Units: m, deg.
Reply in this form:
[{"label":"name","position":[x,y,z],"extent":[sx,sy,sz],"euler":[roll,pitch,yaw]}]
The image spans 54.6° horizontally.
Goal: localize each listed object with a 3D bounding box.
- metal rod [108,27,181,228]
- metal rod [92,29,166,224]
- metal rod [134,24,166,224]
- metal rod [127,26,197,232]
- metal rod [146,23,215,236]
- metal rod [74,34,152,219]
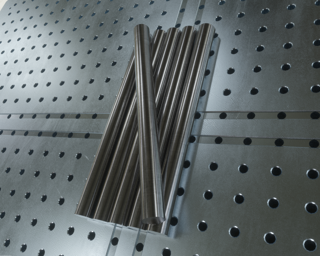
[{"label":"metal rod","position":[-0.013,-0.017,0.425],"extent":[0.025,0.025,0.300],"euler":[1,62,29]},{"label":"metal rod","position":[-0.034,-0.018,0.437],"extent":[0.025,0.025,0.300],"euler":[1,62,29]},{"label":"metal rod","position":[-0.018,-0.029,0.404],"extent":[0.025,0.025,0.300],"euler":[-18,55,18]},{"label":"metal rod","position":[0.010,-0.016,0.415],"extent":[0.025,0.025,0.300],"euler":[1,62,29]},{"label":"metal rod","position":[0.033,-0.016,0.402],"extent":[0.025,0.025,0.300],"euler":[1,62,29]},{"label":"metal rod","position":[-0.060,-0.020,0.451],"extent":[0.025,0.025,0.300],"euler":[1,62,29]}]
